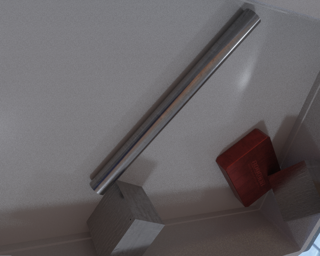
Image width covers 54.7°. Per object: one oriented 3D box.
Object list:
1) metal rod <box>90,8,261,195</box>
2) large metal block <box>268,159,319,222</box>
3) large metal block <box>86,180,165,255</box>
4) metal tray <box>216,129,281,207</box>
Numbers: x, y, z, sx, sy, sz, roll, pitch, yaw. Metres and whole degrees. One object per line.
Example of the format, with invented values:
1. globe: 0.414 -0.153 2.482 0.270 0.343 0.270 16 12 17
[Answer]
1. metal rod: 0.016 -0.030 0.400 0.300 0.025 0.025 -48 129 5
2. large metal block: 0.238 0.104 0.510 0.050 0.080 0.080 1 153 -29
3. large metal block: -0.050 0.132 0.429 0.050 0.080 0.080 25 105 -37
4. metal tray: 0.160 0.073 0.541 0.090 0.030 0.130 -37 130 -4
